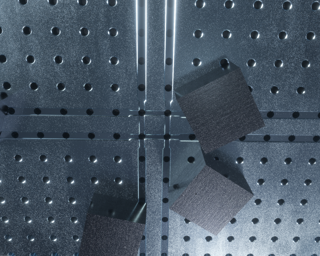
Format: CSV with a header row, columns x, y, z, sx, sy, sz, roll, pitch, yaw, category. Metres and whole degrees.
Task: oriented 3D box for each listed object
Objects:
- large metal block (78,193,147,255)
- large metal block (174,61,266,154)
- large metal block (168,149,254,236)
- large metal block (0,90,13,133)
x,y,z,sx,sy,sz,roll,pitch,yaw,category
-0.068,0.150,0.455,0.081,0.050,0.079,13,110,-5,large metal block
0.073,-0.027,0.391,0.080,0.050,0.080,-27,108,9,large metal block
0.068,0.090,0.434,0.080,0.050,0.080,33,106,-12,large metal block
-0.248,-0.018,0.390,0.080,0.050,0.080,24,108,-9,large metal block
